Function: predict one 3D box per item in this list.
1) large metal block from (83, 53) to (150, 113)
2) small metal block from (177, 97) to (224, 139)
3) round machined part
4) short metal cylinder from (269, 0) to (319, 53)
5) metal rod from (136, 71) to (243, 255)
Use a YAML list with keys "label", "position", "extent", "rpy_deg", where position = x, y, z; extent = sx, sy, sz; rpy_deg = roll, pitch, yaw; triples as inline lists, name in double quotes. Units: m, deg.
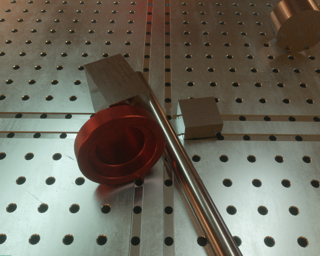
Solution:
- label: "large metal block"
  position: [-0.054, -0.035, 0.401]
  extent: [0.050, 0.080, 0.080]
  rpy_deg: [-23, 54, -19]
- label: "small metal block"
  position: [0.053, -0.014, 0.420]
  extent: [0.050, 0.025, 0.050]
  rpy_deg: [-6, 50, -6]
- label: "round machined part"
  position: [-0.047, 0.015, 0.349]
  extent: [0.099, 0.097, 0.042]
  rpy_deg: [-18, 43, -15]
- label: "short metal cylinder"
  position: [0.232, -0.175, 0.523]
  extent: [0.081, 0.080, 0.050]
  rpy_deg: [-1, 50, -1]
- label: "metal rod"
  position: [0.019, 0.031, 0.381]
  extent: [0.025, 0.025, 0.300]
  rpy_deg: [-17, 52, -14]
